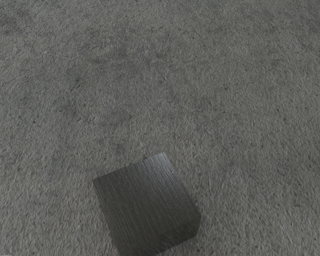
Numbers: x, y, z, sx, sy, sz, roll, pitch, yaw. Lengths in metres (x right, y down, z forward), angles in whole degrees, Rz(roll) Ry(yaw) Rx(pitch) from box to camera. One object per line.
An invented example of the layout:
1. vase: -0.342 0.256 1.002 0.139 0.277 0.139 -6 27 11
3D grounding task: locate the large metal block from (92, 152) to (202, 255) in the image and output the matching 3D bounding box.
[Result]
1. large metal block: -0.015 0.082 0.317 0.081 0.050 0.080 -20 53 -16
